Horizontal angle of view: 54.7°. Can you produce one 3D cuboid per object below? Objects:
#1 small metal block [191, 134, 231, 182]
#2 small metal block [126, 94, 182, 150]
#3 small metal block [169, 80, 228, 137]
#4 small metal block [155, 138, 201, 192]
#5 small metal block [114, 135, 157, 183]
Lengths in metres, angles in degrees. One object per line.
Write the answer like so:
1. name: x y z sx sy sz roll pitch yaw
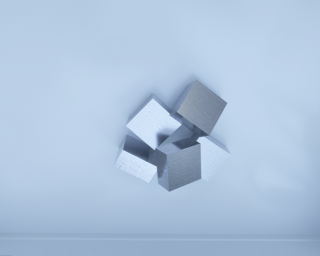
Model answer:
1. small metal block: 0.059 0.037 0.424 0.050 0.025 0.050 34 106 -12
2. small metal block: -0.008 -0.008 0.406 0.050 0.025 0.050 42 104 -14
3. small metal block: 0.049 -0.024 0.390 0.050 0.025 0.050 35 73 -13
4. small metal block: 0.024 0.045 0.388 0.050 0.025 0.050 -16 113 -29
5. small metal block: -0.030 0.040 0.410 0.050 0.050 0.025 28 108 -10
